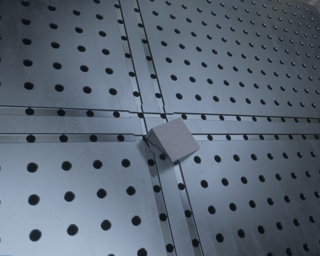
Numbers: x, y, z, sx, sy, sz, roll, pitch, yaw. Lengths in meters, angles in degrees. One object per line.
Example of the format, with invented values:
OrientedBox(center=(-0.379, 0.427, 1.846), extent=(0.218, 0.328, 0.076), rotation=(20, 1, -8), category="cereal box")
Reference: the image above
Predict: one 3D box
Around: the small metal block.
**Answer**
OrientedBox(center=(0.016, 0.019, 0.407), extent=(0.050, 0.025, 0.050), rotation=(-22, 74, -36), category="small metal block")
